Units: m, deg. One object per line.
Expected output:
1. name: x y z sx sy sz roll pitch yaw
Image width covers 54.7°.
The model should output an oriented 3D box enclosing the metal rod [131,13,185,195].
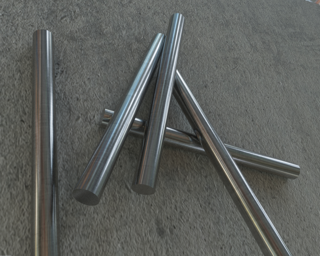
1. metal rod: 0.005 -0.055 0.408 0.025 0.025 0.300 22 52 -15

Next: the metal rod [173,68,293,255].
1. metal rod: 0.069 0.026 0.384 0.025 0.025 0.299 -4 51 -30

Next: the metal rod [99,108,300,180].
1. metal rod: 0.067 0.027 0.423 0.302 0.025 0.025 16 55 -19

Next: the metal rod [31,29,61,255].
1. metal rod: -0.122 0.015 0.328 0.025 0.025 0.299 3 60 -27

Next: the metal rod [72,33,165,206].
1. metal rod: -0.033 -0.038 0.381 0.025 0.025 0.301 29 43 -10
